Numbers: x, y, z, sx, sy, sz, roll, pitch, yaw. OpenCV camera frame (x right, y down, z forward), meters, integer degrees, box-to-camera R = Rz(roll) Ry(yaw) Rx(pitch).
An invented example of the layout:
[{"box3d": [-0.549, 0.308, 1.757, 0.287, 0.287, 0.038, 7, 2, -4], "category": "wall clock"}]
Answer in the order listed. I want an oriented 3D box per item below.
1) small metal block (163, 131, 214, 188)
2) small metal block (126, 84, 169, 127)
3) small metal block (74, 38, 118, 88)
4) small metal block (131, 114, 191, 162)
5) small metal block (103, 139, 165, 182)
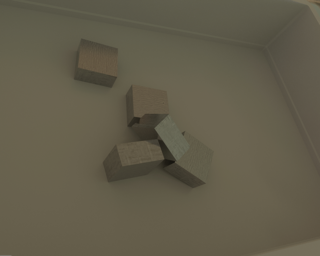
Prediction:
[{"box3d": [0.037, 0.040, 0.396, 0.050, 0.025, 0.050, 35, 51, -18], "category": "small metal block"}, {"box3d": [-0.017, -0.026, 0.413, 0.050, 0.025, 0.050, 8, 58, -24], "category": "small metal block"}, {"box3d": [-0.084, -0.086, 0.412, 0.050, 0.025, 0.050, 11, 57, -23], "category": "small metal block"}, {"box3d": [0.001, 0.010, 0.370, 0.025, 0.050, 0.050, -45, 115, -24], "category": "small metal block"}, {"box3d": [-0.031, 0.037, 0.350, 0.050, 0.050, 0.025, -6, 65, -31], "category": "small metal block"}]
